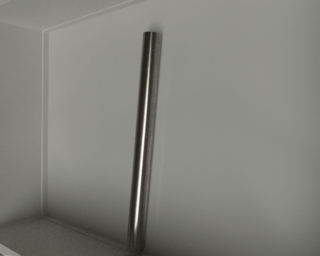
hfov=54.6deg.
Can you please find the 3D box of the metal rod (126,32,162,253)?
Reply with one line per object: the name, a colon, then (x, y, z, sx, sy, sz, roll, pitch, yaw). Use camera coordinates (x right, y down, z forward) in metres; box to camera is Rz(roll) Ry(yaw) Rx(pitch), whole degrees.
metal rod: (-0.023, 0.022, 0.426, 0.025, 0.025, 0.298, 8, 95, 40)
